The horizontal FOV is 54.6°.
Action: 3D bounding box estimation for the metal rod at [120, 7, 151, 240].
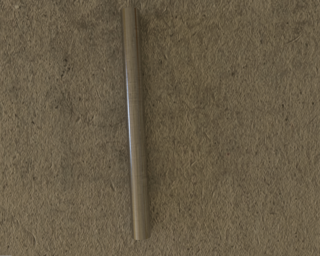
[{"bbox_3d":[-0.032,-0.006,0.409,0.025,0.025,0.298,-3,90,0],"label":"metal rod"}]
